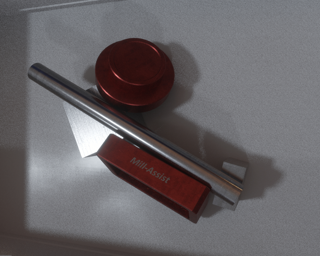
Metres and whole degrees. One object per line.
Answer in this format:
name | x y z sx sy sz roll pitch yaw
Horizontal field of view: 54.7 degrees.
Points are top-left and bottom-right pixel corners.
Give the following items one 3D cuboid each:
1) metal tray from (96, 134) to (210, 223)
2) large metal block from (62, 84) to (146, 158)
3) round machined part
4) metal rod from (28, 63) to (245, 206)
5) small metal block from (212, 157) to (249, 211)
metal tray | -0.006 0.063 0.372 0.130 0.090 0.030 28 72 17
large metal block | -0.072 -0.013 0.420 0.080 0.050 0.080 -24 82 18
round machined part | -0.030 -0.071 0.382 0.099 0.042 0.098 5 65 -10
metal rod | -0.041 -0.002 0.368 0.301 0.025 0.025 31 100 17
small metal block | 0.085 0.064 0.365 0.025 0.050 0.050 15 95 19
